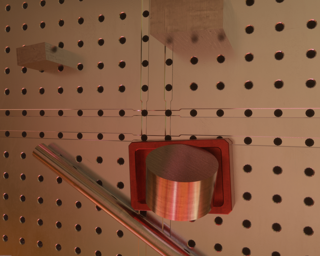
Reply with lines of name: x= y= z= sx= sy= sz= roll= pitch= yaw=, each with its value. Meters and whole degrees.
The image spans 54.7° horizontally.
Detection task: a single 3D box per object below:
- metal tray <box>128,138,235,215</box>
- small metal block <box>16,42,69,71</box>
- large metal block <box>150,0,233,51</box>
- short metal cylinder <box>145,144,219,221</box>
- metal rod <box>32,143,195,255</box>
metal tray: x=0.026 y=0.060 z=0.399 sx=0.130 sy=0.030 sz=0.089 roll=-3 pitch=89 yaw=19
small metal block: x=-0.173 y=-0.104 z=0.459 sx=0.050 sy=0.050 sz=0.025 roll=-6 pitch=88 yaw=19
large metal block: x=0.041 y=-0.128 z=0.368 sx=0.080 sy=0.080 sz=0.050 roll=1 pitch=91 yaw=19
short metal cylinder: x=0.024 y=0.059 z=0.354 sx=0.080 sy=0.080 sz=0.050 roll=11 pitch=117 yaw=19
metal rod: x=-0.064 y=0.111 z=0.433 sx=0.300 sy=0.025 sz=0.025 roll=32 pitch=100 yaw=16
